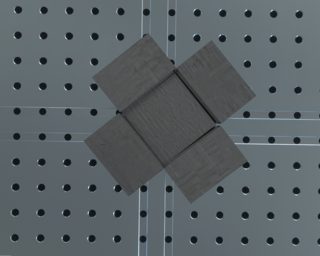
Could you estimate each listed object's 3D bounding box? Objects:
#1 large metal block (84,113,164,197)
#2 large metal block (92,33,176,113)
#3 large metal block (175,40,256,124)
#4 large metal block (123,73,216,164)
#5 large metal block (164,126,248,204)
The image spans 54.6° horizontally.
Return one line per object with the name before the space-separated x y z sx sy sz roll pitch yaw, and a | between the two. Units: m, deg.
large metal block | -0.040 0.029 0.385 0.050 0.080 0.080 -39 91 0
large metal block | -0.029 -0.062 0.386 0.080 0.080 0.050 -38 90 0
large metal block | 0.063 -0.052 0.386 0.050 0.080 0.080 -39 91 0
large metal block | 0.012 -0.011 0.400 0.080 0.050 0.080 -38 89 2
large metal block | 0.052 0.041 0.387 0.080 0.080 0.050 -37 90 0
